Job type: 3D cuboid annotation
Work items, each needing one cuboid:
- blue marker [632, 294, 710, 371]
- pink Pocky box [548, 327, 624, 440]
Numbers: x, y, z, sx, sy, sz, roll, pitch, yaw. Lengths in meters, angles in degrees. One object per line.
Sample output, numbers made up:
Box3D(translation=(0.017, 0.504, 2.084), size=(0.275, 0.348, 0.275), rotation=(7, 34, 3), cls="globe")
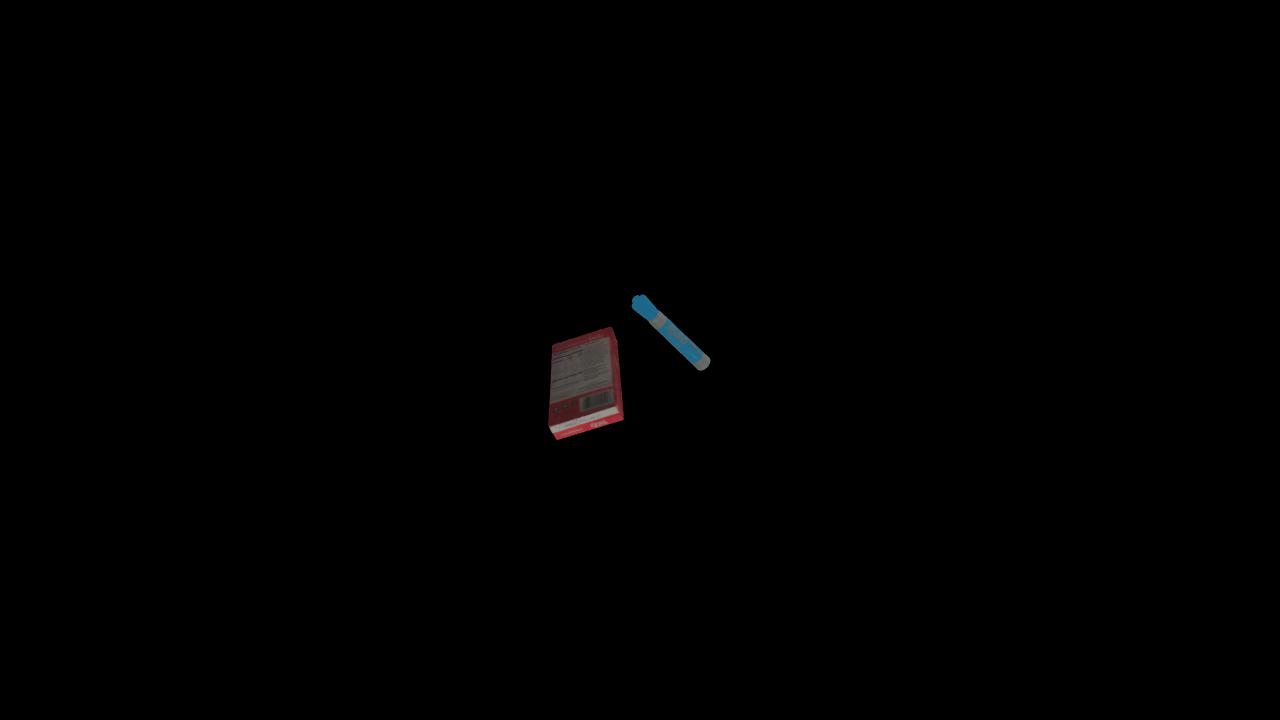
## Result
Box3D(translation=(0.033, -0.029, 0.652), size=(0.020, 0.020, 0.121), rotation=(0, -33, 49), cls="blue marker")
Box3D(translation=(-0.066, 0.024, 0.744), size=(0.084, 0.029, 0.155), rotation=(-17, 38, 7), cls="pink Pocky box")
